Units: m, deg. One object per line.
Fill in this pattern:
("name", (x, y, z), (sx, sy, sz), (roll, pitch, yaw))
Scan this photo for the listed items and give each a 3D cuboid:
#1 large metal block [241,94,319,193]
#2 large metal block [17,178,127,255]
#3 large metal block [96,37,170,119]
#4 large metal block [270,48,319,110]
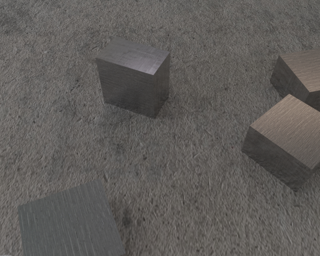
("large metal block", (0.160, 0.016, 0.375), (0.080, 0.050, 0.080), (-34, 58, -25))
("large metal block", (-0.082, 0.106, 0.297), (0.081, 0.050, 0.080), (-18, 52, -15))
("large metal block", (-0.034, -0.068, 0.424), (0.080, 0.080, 0.050), (19, 53, 15))
("large metal block", (0.220, -0.067, 0.445), (0.081, 0.050, 0.080), (-11, 51, -9))
